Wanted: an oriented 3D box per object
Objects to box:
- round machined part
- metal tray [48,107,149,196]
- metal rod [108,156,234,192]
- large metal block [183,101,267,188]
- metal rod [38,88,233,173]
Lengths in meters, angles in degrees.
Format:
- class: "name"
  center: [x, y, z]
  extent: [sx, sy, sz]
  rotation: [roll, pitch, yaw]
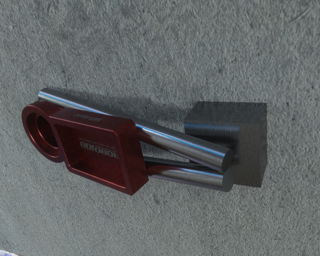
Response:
- class: "round machined part"
  center: [-0.161, 0.001, 0.473]
  extent: [0.098, 0.042, 0.097]
  rotation: [21, 129, 28]
- class: "metal tray"
  center: [-0.080, 0.026, 0.395]
  extent: [0.130, 0.030, 0.089]
  rotation: [11, 124, 37]
- class: "metal rod"
  center: [-0.043, 0.047, 0.417]
  extent: [0.300, 0.025, 0.025]
  rotation: [3, 121, 41]
- class: "large metal block"
  center: [0.078, 0.017, 0.358]
  extent: [0.080, 0.050, 0.079]
  rotation: [4, 120, 26]
- class: "metal rod"
  center: [-0.053, -0.008, 0.388]
  extent: [0.300, 0.025, 0.025]
  rotation: [19, 127, 32]
